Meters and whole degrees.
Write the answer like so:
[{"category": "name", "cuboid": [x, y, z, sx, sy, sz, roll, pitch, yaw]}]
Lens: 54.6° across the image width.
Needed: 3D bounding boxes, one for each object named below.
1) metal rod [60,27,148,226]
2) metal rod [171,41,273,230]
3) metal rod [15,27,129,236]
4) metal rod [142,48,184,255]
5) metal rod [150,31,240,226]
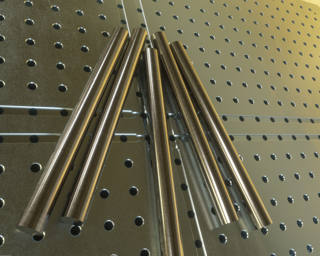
[{"category": "metal rod", "cuboid": [-0.059, -0.027, 0.393, 0.025, 0.025, 0.300, 23, 53, -14]}, {"category": "metal rod", "cuboid": [0.079, -0.002, 0.451, 0.025, 0.025, 0.299, -10, 67, -32]}, {"category": "metal rod", "cuboid": [-0.089, -0.023, 0.373, 0.025, 0.025, 0.300, 25, 53, -13]}, {"category": "metal rod", "cuboid": [0.000, 0.018, 0.397, 0.025, 0.025, 0.299, 8, 58, -24]}, {"category": "metal rod", "cuboid": [0.041, -0.014, 0.438, 0.025, 0.025, 0.299, -5, 64, -30]}]
